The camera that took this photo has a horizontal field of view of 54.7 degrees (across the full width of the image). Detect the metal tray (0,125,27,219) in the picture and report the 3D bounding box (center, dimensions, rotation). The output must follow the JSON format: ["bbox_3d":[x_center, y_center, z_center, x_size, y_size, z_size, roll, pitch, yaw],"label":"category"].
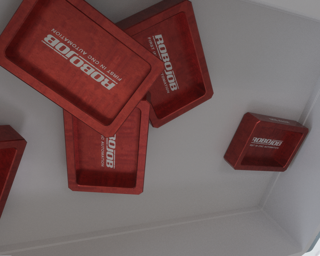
[{"bbox_3d":[-0.198,0.061,0.309,0.091,0.030,0.129,-5,126,-59],"label":"metal tray"}]

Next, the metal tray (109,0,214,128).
[{"bbox_3d":[0.006,-0.073,0.363,0.090,0.030,0.129,-30,129,-10],"label":"metal tray"}]

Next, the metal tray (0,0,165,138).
[{"bbox_3d":[-0.073,-0.063,0.289,0.130,0.030,0.090,36,99,-11],"label":"metal tray"}]

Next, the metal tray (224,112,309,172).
[{"bbox_3d":[0.179,0.027,0.519,0.131,0.030,0.089,7,115,-32],"label":"metal tray"}]

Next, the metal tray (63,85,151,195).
[{"bbox_3d":[-0.060,0.017,0.359,0.091,0.030,0.129,4,120,-4],"label":"metal tray"}]
